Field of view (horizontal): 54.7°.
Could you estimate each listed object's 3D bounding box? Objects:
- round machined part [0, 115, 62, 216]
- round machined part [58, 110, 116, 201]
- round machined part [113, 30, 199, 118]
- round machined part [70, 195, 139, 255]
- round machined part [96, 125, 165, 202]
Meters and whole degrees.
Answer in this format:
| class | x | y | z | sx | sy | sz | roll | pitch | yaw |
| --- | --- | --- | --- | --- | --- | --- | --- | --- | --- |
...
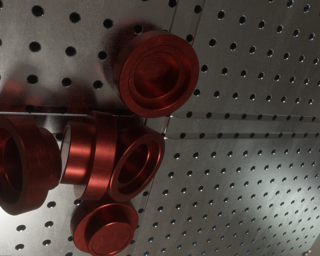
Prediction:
| class | x | y | z | sx | sy | sz | roll | pitch | yaw |
| --- | --- | --- | --- | --- | --- | --- | --- | --- | --- |
| round machined part | -0.137 | 0.035 | 0.316 | 0.042 | 0.098 | 0.097 | -8 | 124 | -48 |
| round machined part | -0.084 | 0.028 | 0.338 | 0.042 | 0.098 | 0.097 | 11 | 113 | -24 |
| round machined part | -0.007 | -0.064 | 0.358 | 0.099 | 0.042 | 0.097 | -14 | 125 | -21 |
| round machined part | -0.077 | 0.149 | 0.452 | 0.099 | 0.042 | 0.097 | -14 | 125 | -21 |
| round machined part | -0.041 | 0.040 | 0.388 | 0.099 | 0.042 | 0.097 | -39 | 145 | -34 |
